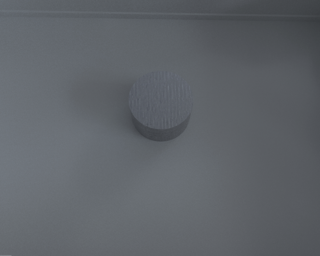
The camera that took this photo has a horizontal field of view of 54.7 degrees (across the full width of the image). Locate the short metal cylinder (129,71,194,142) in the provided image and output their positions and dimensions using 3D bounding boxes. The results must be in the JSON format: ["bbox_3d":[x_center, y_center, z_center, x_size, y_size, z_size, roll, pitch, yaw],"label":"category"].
[{"bbox_3d":[0.001,-0.028,0.406,0.081,0.050,0.080,0,70,0],"label":"short metal cylinder"}]
